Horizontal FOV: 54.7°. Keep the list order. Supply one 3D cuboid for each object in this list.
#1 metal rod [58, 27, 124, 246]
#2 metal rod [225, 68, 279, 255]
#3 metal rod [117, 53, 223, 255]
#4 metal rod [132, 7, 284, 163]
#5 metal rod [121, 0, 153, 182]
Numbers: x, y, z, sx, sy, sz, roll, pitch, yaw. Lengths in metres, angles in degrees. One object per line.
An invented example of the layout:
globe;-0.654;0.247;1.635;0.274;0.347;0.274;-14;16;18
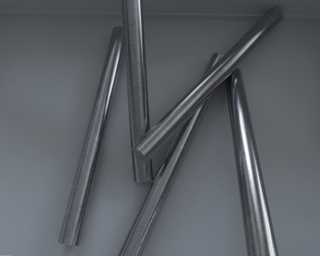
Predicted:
metal rod;-0.082;-0.004;0.410;0.025;0.025;0.299;9;70;3
metal rod;0.093;0.029;0.334;0.025;0.025;0.300;5;45;1
metal rod;0.023;0.027;0.399;0.025;0.025;0.300;24;71;8
metal rod;0.075;-0.069;0.409;0.025;0.025;0.301;39;68;13
metal rod;-0.029;-0.084;0.374;0.025;0.025;0.298;-3;95;-2
